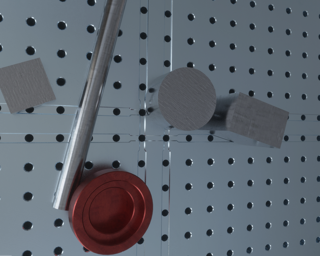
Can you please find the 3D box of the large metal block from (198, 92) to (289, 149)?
[{"bbox_3d":[0.112,-0.009,0.426,0.081,0.080,0.050,18,84,-20],"label":"large metal block"}]

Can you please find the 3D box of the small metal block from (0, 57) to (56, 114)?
[{"bbox_3d":[-0.154,-0.048,0.356,0.050,0.025,0.050,-22,98,-19],"label":"small metal block"}]

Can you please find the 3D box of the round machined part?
[{"bbox_3d":[-0.062,0.098,0.377,0.099,0.042,0.097,-1,92,-28],"label":"round machined part"}]

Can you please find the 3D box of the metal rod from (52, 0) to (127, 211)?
[{"bbox_3d":[-0.082,-0.049,0.382,0.025,0.025,0.298,15,85,-20],"label":"metal rod"}]

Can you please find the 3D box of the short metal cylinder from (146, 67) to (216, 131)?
[{"bbox_3d":[0.027,-0.036,0.410,0.081,0.050,0.079,0,90,-20],"label":"short metal cylinder"}]
